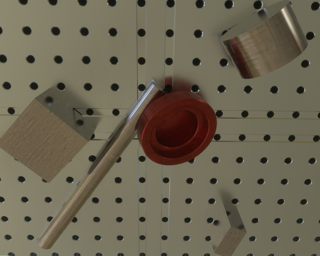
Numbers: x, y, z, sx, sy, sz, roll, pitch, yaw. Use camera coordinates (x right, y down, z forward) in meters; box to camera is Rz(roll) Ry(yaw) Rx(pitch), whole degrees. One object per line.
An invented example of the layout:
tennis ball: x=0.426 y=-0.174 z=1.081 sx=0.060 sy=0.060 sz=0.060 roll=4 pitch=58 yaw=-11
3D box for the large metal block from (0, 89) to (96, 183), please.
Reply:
large metal block: x=-0.144 y=0.010 z=0.402 sx=0.080 sy=0.050 sz=0.080 roll=42 pitch=105 yaw=-14

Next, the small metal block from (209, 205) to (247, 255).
small metal block: x=0.099 y=0.152 z=0.458 sx=0.025 sy=0.050 sz=0.050 roll=23 pitch=108 yaw=-9

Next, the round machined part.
round machined part: x=0.018 y=-0.004 z=0.391 sx=0.099 sy=0.042 sz=0.097 roll=-11 pitch=126 yaw=-16

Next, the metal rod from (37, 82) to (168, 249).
metal rod: x=-0.088 y=0.062 z=0.435 sx=0.025 sy=0.025 sz=0.299 roll=34 pitch=106 yaw=-12

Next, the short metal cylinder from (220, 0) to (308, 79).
short metal cylinder: x=0.116 y=-0.099 z=0.349 sx=0.080 sy=0.080 sz=0.050 roll=-31 pitch=108 yaw=10
